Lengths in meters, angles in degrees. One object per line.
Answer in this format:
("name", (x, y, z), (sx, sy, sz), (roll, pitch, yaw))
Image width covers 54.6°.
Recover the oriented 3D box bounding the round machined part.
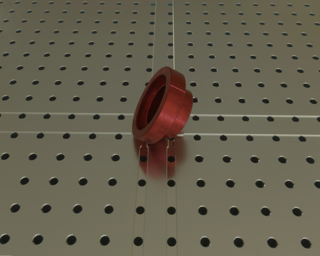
("round machined part", (0.006, -0.025, 0.394), (0.042, 0.098, 0.098), (23, 47, -21))
